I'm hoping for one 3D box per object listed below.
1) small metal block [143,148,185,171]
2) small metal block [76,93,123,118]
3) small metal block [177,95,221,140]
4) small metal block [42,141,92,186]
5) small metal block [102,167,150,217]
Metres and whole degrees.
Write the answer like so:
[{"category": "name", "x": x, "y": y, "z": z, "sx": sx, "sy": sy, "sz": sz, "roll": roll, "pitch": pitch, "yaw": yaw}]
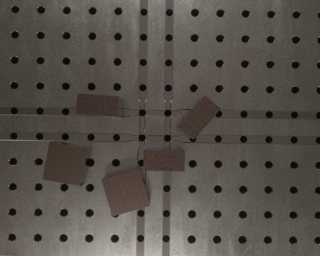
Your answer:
[{"category": "small metal block", "x": 0.005, "y": 0.040, "z": 0.401, "sx": 0.050, "sy": 0.050, "sz": 0.025, "roll": 1, "pitch": 90, "yaw": -1}, {"category": "small metal block", "x": -0.076, "y": -0.028, "z": 0.400, "sx": 0.050, "sy": 0.050, "sz": 0.025, "roll": 4, "pitch": 90, "yaw": -1}, {"category": "small metal block", "x": 0.048, "y": -0.013, "z": 0.402, "sx": 0.025, "sy": 0.050, "sz": 0.050, "roll": 41, "pitch": 90, "yaw": -1}, {"category": "small metal block", "x": -0.122, "y": 0.046, "z": 0.412, "sx": 0.050, "sy": 0.025, "sz": 0.050, "roll": 11, "pitch": 90, "yaw": -1}, {"category": "small metal block", "x": -0.044, "y": 0.084, "z": 0.413, "sx": 0.050, "sy": 0.025, "sz": 0.050, "roll": -16, "pitch": 90, "yaw": -1}]
